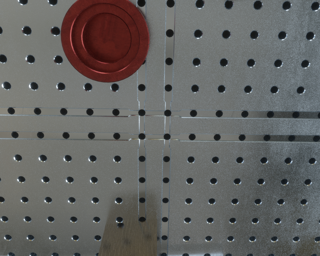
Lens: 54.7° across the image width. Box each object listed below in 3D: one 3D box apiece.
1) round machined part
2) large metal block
[{"bbox_3d":[-0.061,-0.106,0.365,0.099,0.042,0.097,0,110,-1],"label":"round machined part"},{"bbox_3d":[-0.041,0.182,0.451,0.080,0.080,0.050,-7,110,2],"label":"large metal block"}]
